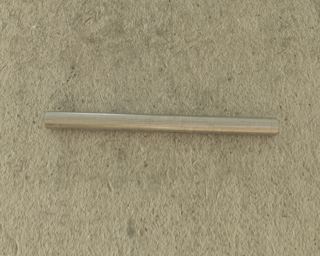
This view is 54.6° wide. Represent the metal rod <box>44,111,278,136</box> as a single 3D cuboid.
[{"bbox_3d":[0.002,-0.006,0.412,0.302,0.025,0.025,2,70,0],"label":"metal rod"}]
